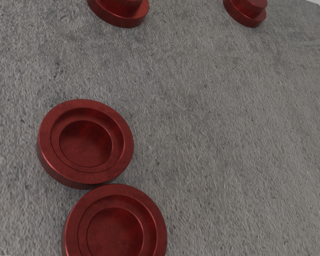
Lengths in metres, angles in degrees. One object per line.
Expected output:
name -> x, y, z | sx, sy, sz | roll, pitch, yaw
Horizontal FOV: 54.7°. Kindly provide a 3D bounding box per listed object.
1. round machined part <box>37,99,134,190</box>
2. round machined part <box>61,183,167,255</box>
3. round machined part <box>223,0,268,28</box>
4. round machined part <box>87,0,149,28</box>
round machined part -> -0.082, 0.021, 0.336 | 0.099, 0.042, 0.098 | 14, 56, -21
round machined part -> -0.046, 0.108, 0.302 | 0.099, 0.042, 0.098 | 14, 56, -21
round machined part -> 0.186, -0.263, 0.653 | 0.099, 0.042, 0.098 | 14, 56, -21
round machined part -> -0.062, -0.209, 0.487 | 0.099, 0.042, 0.098 | 14, 56, -21
